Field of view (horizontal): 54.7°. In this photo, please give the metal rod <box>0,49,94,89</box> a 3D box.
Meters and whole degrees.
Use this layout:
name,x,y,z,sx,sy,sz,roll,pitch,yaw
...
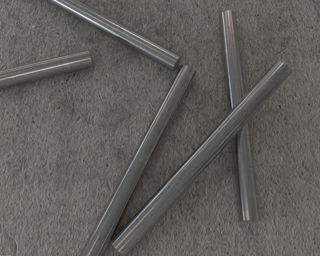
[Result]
name,x,y,z,sx,sy,sz,roll,pitch,yaw
metal rod,-0.243,-0.061,0.428,0.302,0.025,0.025,-15,71,-6

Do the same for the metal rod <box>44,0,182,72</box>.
name,x,y,z,sx,sy,sz,roll,pitch,yaw
metal rod,-0.102,-0.167,0.468,0.301,0.025,0.025,31,73,10

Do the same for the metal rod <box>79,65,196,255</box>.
name,x,y,z,sx,sy,sz,roll,pitch,yaw
metal rod,-0.026,0.046,0.391,0.025,0.025,0.300,25,72,8

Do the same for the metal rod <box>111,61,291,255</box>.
name,x,y,z,sx,sy,sz,roll,pitch,yaw
metal rod,0.055,0.031,0.378,0.025,0.025,0.300,42,82,13

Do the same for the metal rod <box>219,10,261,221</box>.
name,x,y,z,sx,sy,sz,roll,pitch,yaw
metal rod,0.105,-0.030,0.419,0.025,0.025,0.299,-1,70,0
